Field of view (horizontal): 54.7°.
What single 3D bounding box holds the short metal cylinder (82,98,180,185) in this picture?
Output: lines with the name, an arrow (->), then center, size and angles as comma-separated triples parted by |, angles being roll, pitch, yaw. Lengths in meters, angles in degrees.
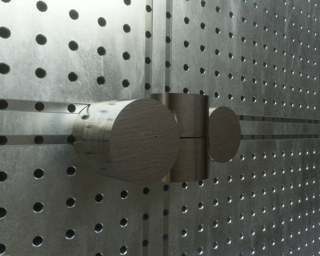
short metal cylinder -> -0.027, 0.012, 0.303 | 0.081, 0.050, 0.079 | 0, 90, -40

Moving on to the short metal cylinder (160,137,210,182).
short metal cylinder -> 0.022, 0.036, 0.391 | 0.081, 0.080, 0.050 | -2, 91, -40

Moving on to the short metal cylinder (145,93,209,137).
short metal cylinder -> 0.021, -0.015, 0.391 | 0.081, 0.080, 0.050 | 1, 90, -40

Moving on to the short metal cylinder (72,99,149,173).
short metal cylinder -> -0.050, 0.009, 0.350 | 0.081, 0.050, 0.079 | 0, 90, -40

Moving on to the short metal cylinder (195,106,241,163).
short metal cylinder -> 0.074, 0.009, 0.453 | 0.081, 0.050, 0.079 | 0, 90, -40
